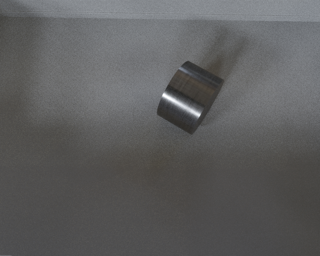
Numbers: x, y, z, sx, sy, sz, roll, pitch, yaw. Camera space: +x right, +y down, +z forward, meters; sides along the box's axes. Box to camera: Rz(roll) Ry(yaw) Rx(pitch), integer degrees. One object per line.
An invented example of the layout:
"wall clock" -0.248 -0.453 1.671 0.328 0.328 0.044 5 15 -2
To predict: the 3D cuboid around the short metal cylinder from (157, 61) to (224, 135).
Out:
"short metal cylinder" 0.039 -0.038 0.395 0.050 0.080 0.080 31 73 10
